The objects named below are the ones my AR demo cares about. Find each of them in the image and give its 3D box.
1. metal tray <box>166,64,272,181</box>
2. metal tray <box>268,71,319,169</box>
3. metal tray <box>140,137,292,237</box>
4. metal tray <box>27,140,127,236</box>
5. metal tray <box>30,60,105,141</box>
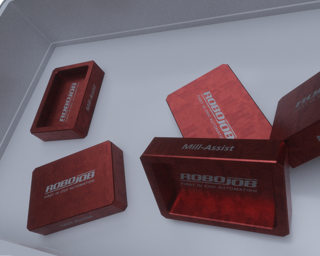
[{"bbox_3d":[0.070,-0.008,0.370,0.090,0.030,0.130,-29,52,9],"label":"metal tray"},{"bbox_3d":[0.160,-0.028,0.269,0.129,0.030,0.090,-42,9,43],"label":"metal tray"},{"bbox_3d":[0.054,0.054,0.299,0.130,0.090,0.030,0,34,28],"label":"metal tray"},{"bbox_3d":[-0.110,0.079,0.410,0.130,0.030,0.090,-21,54,15],"label":"metal tray"},{"bbox_3d":[-0.149,-0.045,0.505,0.090,0.030,0.130,-5,59,25],"label":"metal tray"}]
